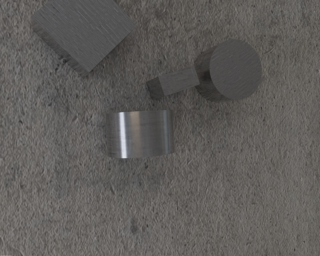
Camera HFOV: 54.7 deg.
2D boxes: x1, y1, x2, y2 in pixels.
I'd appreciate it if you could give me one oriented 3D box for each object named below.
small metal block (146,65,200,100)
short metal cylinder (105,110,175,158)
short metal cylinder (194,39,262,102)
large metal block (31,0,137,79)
[{"bbox_3d":[0.016,-0.058,0.402,0.050,0.050,0.025,-21,97,-19],"label":"small metal block"},{"bbox_3d":[-0.024,0.006,0.371,0.081,0.080,0.050,-4,92,-20],"label":"short metal cylinder"},{"bbox_3d":[0.092,-0.077,0.430,0.081,0.050,0.080,0,90,-20],"label":"short metal cylinder"},{"bbox_3d":[-0.089,-0.117,0.363,0.080,0.050,0.080,45,76,-15],"label":"large metal block"}]
